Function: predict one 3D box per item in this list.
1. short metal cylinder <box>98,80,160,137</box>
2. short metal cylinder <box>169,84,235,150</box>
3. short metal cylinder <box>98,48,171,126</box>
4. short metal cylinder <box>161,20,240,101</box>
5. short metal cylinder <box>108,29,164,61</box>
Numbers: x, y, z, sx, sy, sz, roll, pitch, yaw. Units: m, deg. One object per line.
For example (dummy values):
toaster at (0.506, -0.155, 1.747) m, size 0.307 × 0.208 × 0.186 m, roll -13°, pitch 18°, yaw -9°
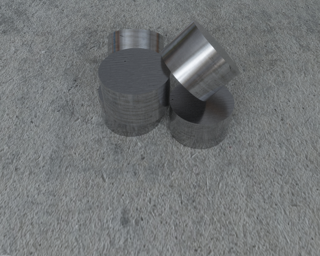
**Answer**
short metal cylinder at (-0.039, -0.034, 0.416) m, size 0.081 × 0.050 × 0.080 m, roll 0°, pitch 50°, yaw 0°
short metal cylinder at (0.052, -0.019, 0.404) m, size 0.081 × 0.050 × 0.080 m, roll 0°, pitch 50°, yaw 0°
short metal cylinder at (-0.028, -0.049, 0.364) m, size 0.081 × 0.050 × 0.080 m, roll 0°, pitch 50°, yaw 0°
short metal cylinder at (0.047, -0.078, 0.361) m, size 0.050 × 0.080 × 0.080 m, roll -41°, pitch 49°, yaw 22°
short metal cylinder at (-0.035, -0.105, 0.449) m, size 0.081 × 0.080 × 0.050 m, roll 0°, pitch 89°, yaw -1°
